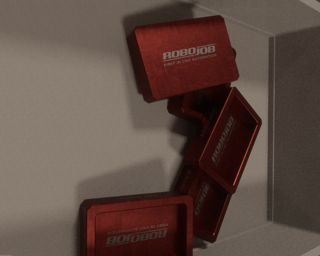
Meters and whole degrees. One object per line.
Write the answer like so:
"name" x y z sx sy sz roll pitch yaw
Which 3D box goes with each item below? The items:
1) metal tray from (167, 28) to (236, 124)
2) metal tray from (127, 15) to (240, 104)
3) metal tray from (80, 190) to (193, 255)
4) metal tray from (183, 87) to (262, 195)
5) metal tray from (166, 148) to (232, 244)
"metal tray" 0.065 -0.072 0.460 0.091 0.030 0.129 20 77 -39
"metal tray" 0.032 -0.090 0.401 0.131 0.030 0.089 -16 91 -23
"metal tray" -0.025 0.126 0.364 0.131 0.030 0.089 0 90 -26
"metal tray" 0.094 0.017 0.444 0.090 0.030 0.130 42 64 -32
"metal tray" 0.068 0.093 0.462 0.090 0.030 0.130 39 66 -33
